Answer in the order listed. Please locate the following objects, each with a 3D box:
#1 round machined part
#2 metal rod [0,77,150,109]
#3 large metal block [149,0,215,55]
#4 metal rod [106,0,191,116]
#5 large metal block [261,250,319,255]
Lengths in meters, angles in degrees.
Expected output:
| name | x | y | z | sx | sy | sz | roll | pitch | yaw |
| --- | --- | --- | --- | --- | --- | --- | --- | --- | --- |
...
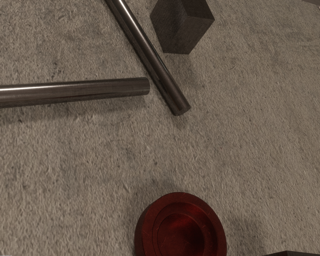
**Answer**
| name | x | y | z | sx | sy | sz | roll | pitch | yaw |
| --- | --- | --- | --- | --- | --- | --- | --- | --- | --- |
| round machined part | 0.018 | 0.122 | 0.330 | 0.099 | 0.042 | 0.098 | 14 | 56 | -21 |
| metal rod | -0.146 | -0.037 | 0.348 | 0.303 | 0.025 | 0.025 | -9 | 67 | -33 |
| large metal block | 0.032 | -0.176 | 0.495 | 0.050 | 0.080 | 0.080 | -5 | 64 | -31 |
| metal rod | -0.040 | -0.149 | 0.474 | 0.025 | 0.025 | 0.299 | -19 | 72 | -36 |
| large metal block | 0.133 | 0.182 | 0.331 | 0.050 | 0.080 | 0.080 | 15 | 56 | -21 |
